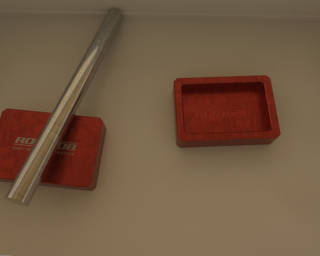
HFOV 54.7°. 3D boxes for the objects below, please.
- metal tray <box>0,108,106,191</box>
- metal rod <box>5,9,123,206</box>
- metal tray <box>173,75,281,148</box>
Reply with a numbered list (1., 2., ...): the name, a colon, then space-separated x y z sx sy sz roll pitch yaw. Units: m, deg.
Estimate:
1. metal tray: -0.142 0.027 0.395 0.131 0.030 0.090 6 70 1
2. metal rod: -0.109 -0.046 0.398 0.025 0.025 0.300 16 60 5
3. metal tray: 0.085 -0.023 0.416 0.131 0.030 0.090 -2 70 -1
